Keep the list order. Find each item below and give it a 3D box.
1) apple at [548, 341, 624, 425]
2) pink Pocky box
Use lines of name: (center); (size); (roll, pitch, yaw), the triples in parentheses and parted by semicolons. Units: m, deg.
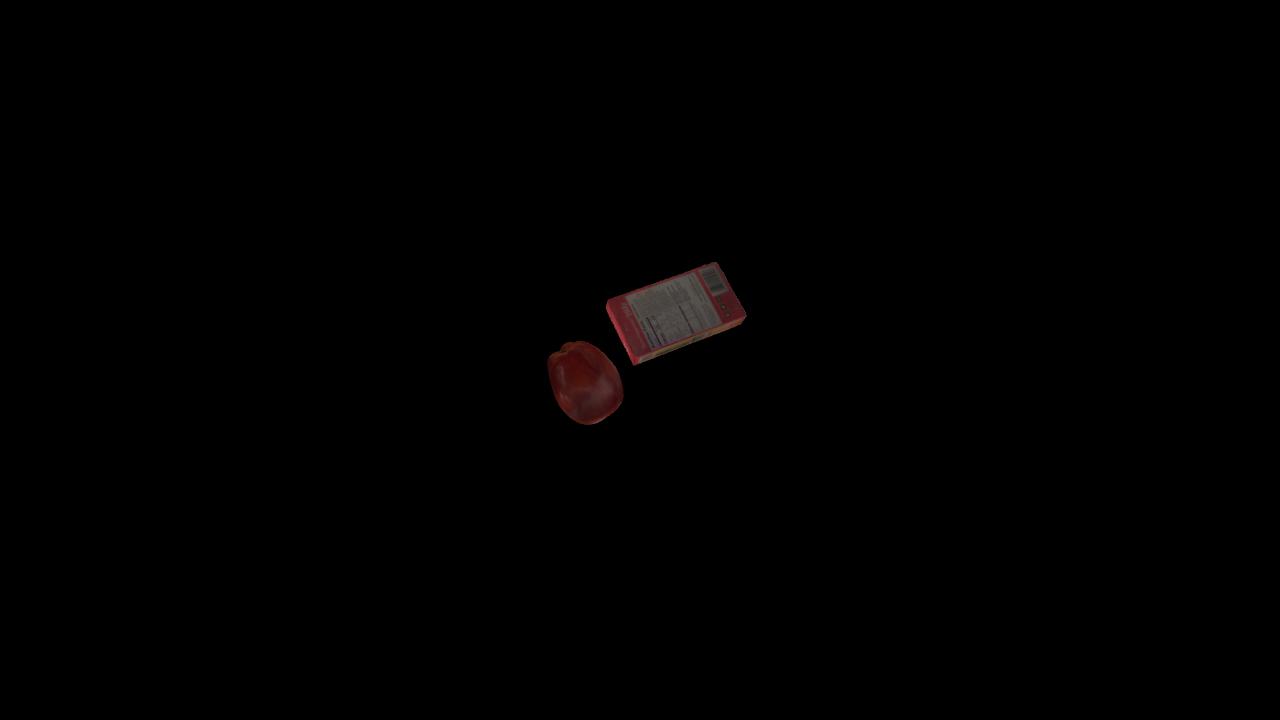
apple: (-0.061, 0.027, 0.675); (0.079, 0.093, 0.079); (-23, 22, 10)
pink Pocky box: (0.044, -0.059, 0.757); (0.155, 0.084, 0.029); (-21, -18, -16)
